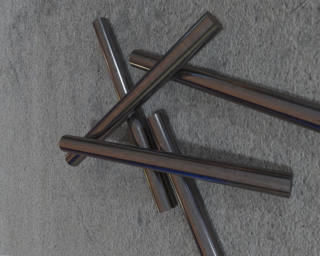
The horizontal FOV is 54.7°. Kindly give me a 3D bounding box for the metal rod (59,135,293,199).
[{"bbox_3d":[-0.004,0.039,0.372,0.300,0.025,0.025,7,95,28],"label":"metal rod"}]

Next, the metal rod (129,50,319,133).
[{"bbox_3d":[0.074,-0.044,0.343,0.300,0.025,0.025,26,107,37],"label":"metal rod"}]

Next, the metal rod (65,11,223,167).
[{"bbox_3d":[-0.040,-0.032,0.403,0.299,0.025,0.025,-40,66,33],"label":"metal rod"}]

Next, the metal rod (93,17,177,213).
[{"bbox_3d":[-0.041,-0.029,0.439,0.025,0.025,0.299,-33,70,35],"label":"metal rod"}]

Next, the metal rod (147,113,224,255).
[{"bbox_3d":[0.048,0.118,0.365,0.025,0.025,0.299,-35,69,35],"label":"metal rod"}]
